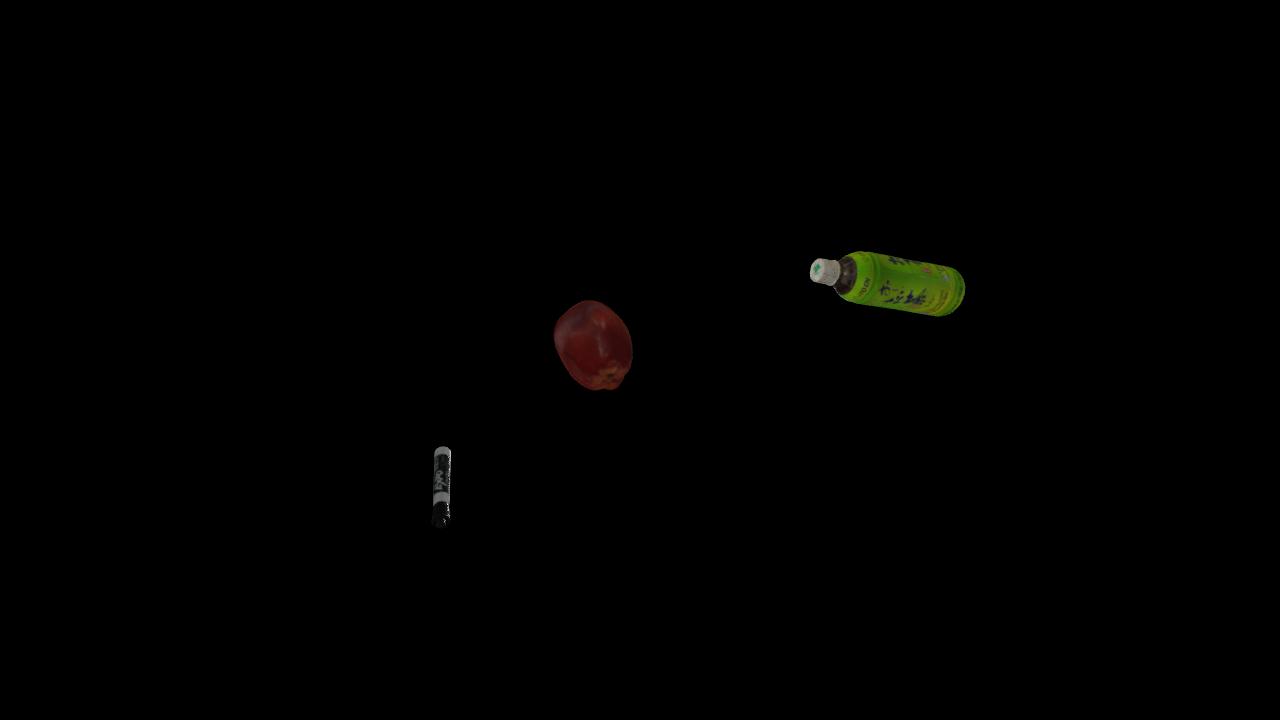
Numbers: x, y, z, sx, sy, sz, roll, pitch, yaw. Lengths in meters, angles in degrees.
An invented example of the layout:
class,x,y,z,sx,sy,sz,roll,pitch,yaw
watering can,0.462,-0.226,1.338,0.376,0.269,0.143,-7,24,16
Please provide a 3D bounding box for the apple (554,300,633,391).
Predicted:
class,x,y,z,sx,sy,sz,roll,pitch,yaw
apple,-0.045,-0.016,0.612,0.079,0.093,0.079,-14,-40,-12

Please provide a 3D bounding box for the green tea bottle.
class,x,y,z,sx,sy,sz,roll,pitch,yaw
green tea bottle,0.321,-0.102,0.810,0.212,0.073,0.073,4,-1,-18

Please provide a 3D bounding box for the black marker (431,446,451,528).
class,x,y,z,sx,sy,sz,roll,pitch,yaw
black marker,-0.219,0.139,0.679,0.020,0.020,0.121,0,30,-17
